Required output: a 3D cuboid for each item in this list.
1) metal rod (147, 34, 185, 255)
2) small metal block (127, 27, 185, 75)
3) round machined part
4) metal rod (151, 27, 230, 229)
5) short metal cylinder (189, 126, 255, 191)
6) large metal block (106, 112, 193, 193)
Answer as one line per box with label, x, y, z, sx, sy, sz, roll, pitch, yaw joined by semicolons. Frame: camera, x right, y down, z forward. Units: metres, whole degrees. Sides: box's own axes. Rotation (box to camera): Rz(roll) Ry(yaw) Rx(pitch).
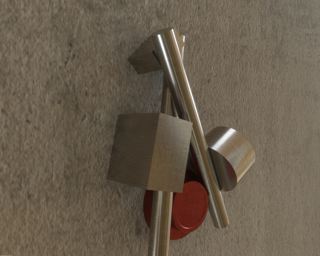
metal rod;0.009;0.021;0.396;0.025;0.025;0.299;15;74;-39
small metal block;-0.005;-0.095;0.387;0.050;0.050;0.025;-52;121;-27
round machined part;0.028;0.103;0.422;0.099;0.042;0.097;0;90;-40
metal rod;0.048;0.020;0.404;0.025;0.025;0.298;-40;123;-33
short metal cylinder;0.089;0.044;0.448;0.050;0.080;0.080;-40;115;-33
large metal block;-0.014;0.028;0.361;0.050;0.080;0.080;15;80;-39
